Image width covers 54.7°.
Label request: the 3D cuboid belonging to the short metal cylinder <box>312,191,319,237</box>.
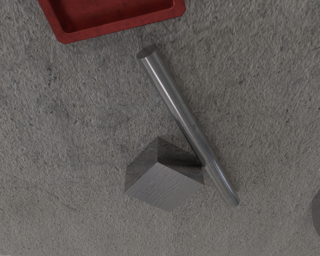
[{"bbox_3d":[0.288,0.141,0.494,0.050,0.080,0.079,3,130,-3],"label":"short metal cylinder"}]

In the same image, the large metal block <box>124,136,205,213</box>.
[{"bbox_3d":[0.005,0.069,0.450,0.080,0.050,0.080,29,124,-23],"label":"large metal block"}]

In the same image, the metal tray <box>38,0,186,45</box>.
[{"bbox_3d":[-0.049,-0.137,0.286,0.131,0.030,0.090,-11,130,9],"label":"metal tray"}]

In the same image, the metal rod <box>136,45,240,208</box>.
[{"bbox_3d":[0.052,0.019,0.423,0.025,0.025,0.299,-21,127,17],"label":"metal rod"}]
